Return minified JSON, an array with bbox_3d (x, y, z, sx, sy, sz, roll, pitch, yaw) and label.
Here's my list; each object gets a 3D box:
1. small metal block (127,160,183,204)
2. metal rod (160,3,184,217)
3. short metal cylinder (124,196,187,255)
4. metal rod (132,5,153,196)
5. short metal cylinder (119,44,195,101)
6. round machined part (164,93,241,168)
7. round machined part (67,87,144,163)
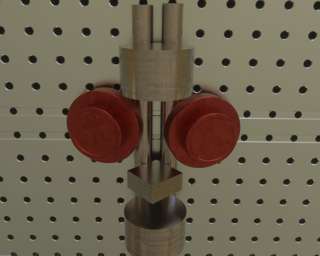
[{"bbox_3d":[-0.007,0.067,0.400,0.050,0.050,0.025,-16,116,-39],"label":"small metal block"},{"bbox_3d":[0.013,-0.005,0.411,0.025,0.025,0.298,1,110,0],"label":"metal rod"},{"bbox_3d":[-0.006,0.128,0.408,0.081,0.080,0.050,1,110,-1],"label":"short metal cylinder"},{"bbox_3d":[-0.022,-0.003,0.411,0.025,0.025,0.298,1,110,0],"label":"metal rod"},{"bbox_3d":[-0.003,-0.064,0.337,0.081,0.080,0.050,1,110,-1],"label":"short metal cylinder"},{"bbox_3d":[0.058,0.008,0.393,0.099,0.042,0.097,-6,111,-14],"label":"round machined part"},{"bbox_3d":[-0.074,0.001,0.391,0.098,0.042,0.097,5,111,13],"label":"round machined part"}]
